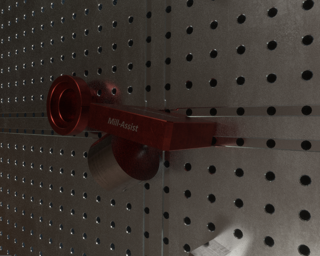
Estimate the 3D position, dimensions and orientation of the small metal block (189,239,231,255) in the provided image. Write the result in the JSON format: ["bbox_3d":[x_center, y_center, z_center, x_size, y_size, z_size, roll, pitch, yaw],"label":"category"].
[{"bbox_3d":[0.050,0.161,0.351,0.025,0.050,0.050,28,107,36],"label":"small metal block"}]

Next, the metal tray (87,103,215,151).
[{"bbox_3d":[-0.012,-0.004,0.375,0.130,0.091,0.030,15,99,38],"label":"metal tray"}]

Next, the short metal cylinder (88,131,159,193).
[{"bbox_3d":[-0.047,0.040,0.410,0.050,0.081,0.080,-32,71,35],"label":"short metal cylinder"}]

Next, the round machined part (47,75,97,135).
[{"bbox_3d":[-0.142,-0.037,0.513,0.098,0.042,0.097,0,90,39],"label":"round machined part"}]
